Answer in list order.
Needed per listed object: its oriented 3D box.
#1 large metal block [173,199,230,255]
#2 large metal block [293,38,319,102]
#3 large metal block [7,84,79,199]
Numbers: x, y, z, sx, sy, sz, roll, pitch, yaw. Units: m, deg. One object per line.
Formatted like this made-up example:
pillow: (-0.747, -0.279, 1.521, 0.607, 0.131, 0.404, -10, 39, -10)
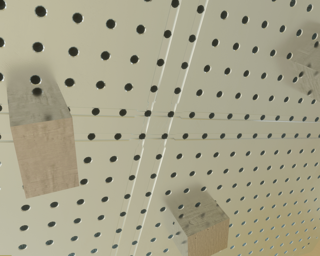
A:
large metal block: (0.073, 0.184, 0.547, 0.081, 0.050, 0.080, -17, 125, -19)
large metal block: (0.265, -0.094, 0.480, 0.080, 0.050, 0.080, -42, 129, 0)
large metal block: (-0.119, 0.010, 0.316, 0.050, 0.080, 0.079, -11, 123, -23)
